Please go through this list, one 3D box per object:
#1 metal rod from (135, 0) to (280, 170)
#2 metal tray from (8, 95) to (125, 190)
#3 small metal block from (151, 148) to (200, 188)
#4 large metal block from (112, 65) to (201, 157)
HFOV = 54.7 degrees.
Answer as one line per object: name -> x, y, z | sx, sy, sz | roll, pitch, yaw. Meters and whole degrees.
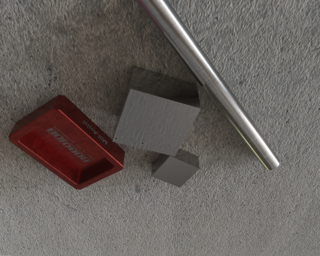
metal rod -> 0.073, -0.040, 0.373 | 0.025, 0.025, 0.300 | -30, 125, 22
metal tray -> -0.122, 0.025, 0.424 | 0.090, 0.030, 0.130 | -28, 125, 21
small metal block -> 0.022, 0.056, 0.455 | 0.050, 0.025, 0.050 | 25, 126, -20
large metal block -> -0.006, -0.019, 0.375 | 0.081, 0.050, 0.079 | 15, 129, -13
